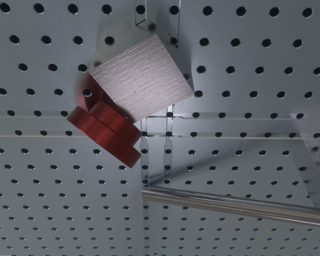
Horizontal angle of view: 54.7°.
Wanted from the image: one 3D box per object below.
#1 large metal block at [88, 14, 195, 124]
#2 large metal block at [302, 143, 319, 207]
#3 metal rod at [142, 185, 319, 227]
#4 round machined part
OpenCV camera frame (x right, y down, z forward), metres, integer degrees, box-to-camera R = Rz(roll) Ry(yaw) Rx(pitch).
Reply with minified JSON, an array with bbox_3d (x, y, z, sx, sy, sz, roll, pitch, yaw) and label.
[{"bbox_3d":[-0.018,-0.063,0.342,0.080,0.050,0.080,-24,126,19],"label":"large metal block"},{"bbox_3d":[0.245,0.075,0.442,0.050,0.080,0.080,-10,130,8],"label":"large metal block"},{"bbox_3d":[0.116,0.113,0.449,0.301,0.025,0.025,4,133,21],"label":"metal rod"},{"bbox_3d":[-0.061,0.003,0.379,0.098,0.098,0.042,42,80,-30],"label":"round machined part"}]
